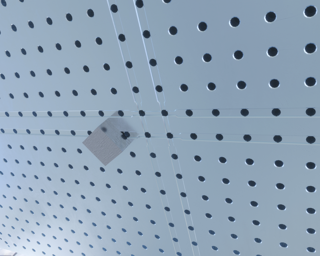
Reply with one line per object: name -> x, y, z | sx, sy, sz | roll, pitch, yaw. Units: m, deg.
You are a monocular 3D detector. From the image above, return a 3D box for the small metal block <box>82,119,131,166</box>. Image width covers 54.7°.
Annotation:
small metal block -> -0.081, 0.022, 0.466 | 0.050, 0.025, 0.050 | 47, 129, -5
